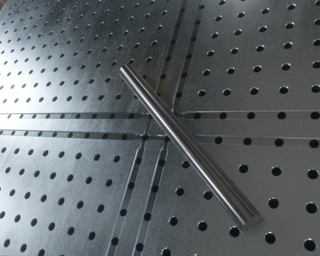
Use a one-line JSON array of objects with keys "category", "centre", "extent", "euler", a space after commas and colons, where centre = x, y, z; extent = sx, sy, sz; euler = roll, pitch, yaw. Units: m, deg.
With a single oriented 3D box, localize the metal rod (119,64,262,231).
[{"category": "metal rod", "centre": [0.018, 0.001, 0.398], "extent": [0.025, 0.025, 0.300], "euler": [-39, 51, 2]}]
